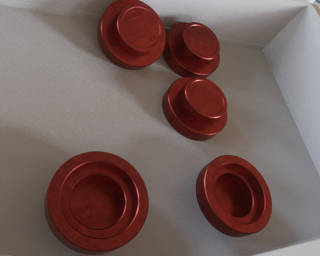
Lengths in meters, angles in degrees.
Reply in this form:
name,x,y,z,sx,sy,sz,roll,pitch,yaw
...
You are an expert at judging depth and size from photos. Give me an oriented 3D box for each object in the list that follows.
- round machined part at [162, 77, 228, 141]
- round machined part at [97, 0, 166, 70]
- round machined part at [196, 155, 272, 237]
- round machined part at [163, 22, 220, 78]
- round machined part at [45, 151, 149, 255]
name,x,y,z,sx,sy,sz,roll,pitch,yaw
round machined part,0.057,-0.034,0.446,0.099,0.042,0.098,14,56,-21
round machined part,-0.034,-0.134,0.435,0.099,0.042,0.097,2,86,-28
round machined part,0.087,0.087,0.388,0.099,0.042,0.098,14,56,-21
round machined part,0.056,-0.129,0.496,0.099,0.042,0.098,11,64,-24
round machined part,-0.065,0.076,0.313,0.099,0.042,0.098,14,56,-21
